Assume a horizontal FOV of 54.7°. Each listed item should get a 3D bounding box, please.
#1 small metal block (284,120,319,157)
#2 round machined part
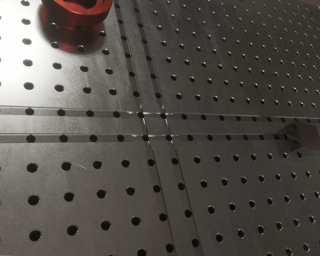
[{"bbox_3d":[0.248,0.019,0.533,0.050,0.025,0.050,13,56,-22],"label":"small metal block"},{"bbox_3d":[-0.122,-0.183,0.444,0.099,0.042,0.098,14,56,-21],"label":"round machined part"}]
